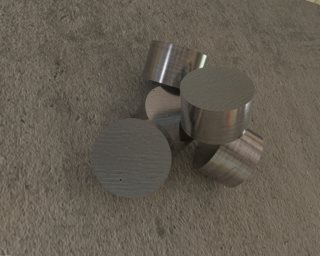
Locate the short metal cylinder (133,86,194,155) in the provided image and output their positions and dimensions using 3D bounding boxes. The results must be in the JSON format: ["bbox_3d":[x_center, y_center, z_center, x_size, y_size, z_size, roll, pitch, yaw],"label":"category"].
[{"bbox_3d":[0.009,-0.007,0.398,0.081,0.050,0.080,14,55,-21],"label":"short metal cylinder"}]

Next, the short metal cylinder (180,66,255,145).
[{"bbox_3d":[0.063,-0.027,0.354,0.080,0.050,0.080,-2,45,2],"label":"short metal cylinder"}]

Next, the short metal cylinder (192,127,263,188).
[{"bbox_3d":[0.085,0.029,0.397,0.050,0.080,0.080,31,52,-9],"label":"short metal cylinder"}]

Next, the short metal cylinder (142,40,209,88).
[{"bbox_3d":[0.020,-0.083,0.423,0.081,0.080,0.050,13,100,-21],"label":"short metal cylinder"}]

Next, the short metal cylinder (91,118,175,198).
[{"bbox_3d":[-0.026,0.029,0.331,0.080,0.050,0.079,0,92,6],"label":"short metal cylinder"}]
